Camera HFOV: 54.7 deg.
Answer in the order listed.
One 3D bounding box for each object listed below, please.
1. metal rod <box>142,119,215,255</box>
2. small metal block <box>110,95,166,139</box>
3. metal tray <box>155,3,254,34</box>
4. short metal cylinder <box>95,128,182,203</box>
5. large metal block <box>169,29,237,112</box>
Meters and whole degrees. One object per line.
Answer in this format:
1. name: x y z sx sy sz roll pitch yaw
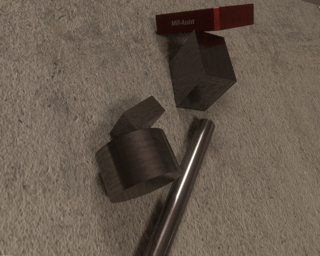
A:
1. metal rod: 0.012 0.100 0.350 0.025 0.025 0.301 33 51 -7
2. small metal block: -0.028 -0.007 0.379 0.025 0.050 0.050 49 51 6
3. metal tray: 0.067 -0.171 0.487 0.091 0.130 0.030 -22 115 -36
4. short metal cylinder: -0.023 0.041 0.332 0.081 0.080 0.050 -11 68 -33
5. large metal block: 0.058 -0.081 0.451 0.050 0.080 0.080 6 59 -26
